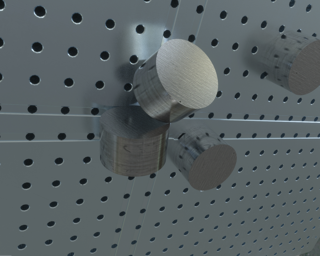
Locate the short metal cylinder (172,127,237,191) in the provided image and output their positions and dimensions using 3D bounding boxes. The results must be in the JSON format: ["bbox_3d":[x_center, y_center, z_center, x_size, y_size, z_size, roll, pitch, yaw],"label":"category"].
[{"bbox_3d":[0.065,0.045,0.459,0.081,0.050,0.079,-14,124,-21],"label":"short metal cylinder"}]

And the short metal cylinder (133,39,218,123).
[{"bbox_3d":[0.017,-0.051,0.346,0.081,0.050,0.080,12,67,-30],"label":"short metal cylinder"}]

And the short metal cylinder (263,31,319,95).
[{"bbox_3d":[0.198,-0.094,0.445,0.081,0.050,0.079,-14,124,-21],"label":"short metal cylinder"}]

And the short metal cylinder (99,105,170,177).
[{"bbox_3d":[-0.030,0.013,0.367,0.081,0.080,0.050,-9,122,-24],"label":"short metal cylinder"}]
